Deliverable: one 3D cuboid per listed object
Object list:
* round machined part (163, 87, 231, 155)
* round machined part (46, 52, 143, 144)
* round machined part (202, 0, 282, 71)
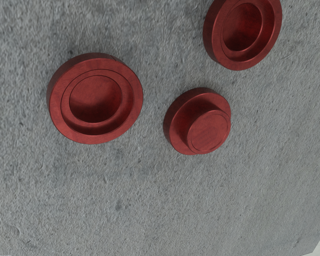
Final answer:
[{"bbox_3d":[0.057,-0.003,0.425,0.099,0.042,0.097,-14,124,-21],"label":"round machined part"},{"bbox_3d":[-0.071,-0.034,0.335,0.099,0.042,0.097,-14,124,-21],"label":"round machined part"},{"bbox_3d":[0.093,-0.122,0.371,0.099,0.042,0.097,-14,124,-21],"label":"round machined part"}]
